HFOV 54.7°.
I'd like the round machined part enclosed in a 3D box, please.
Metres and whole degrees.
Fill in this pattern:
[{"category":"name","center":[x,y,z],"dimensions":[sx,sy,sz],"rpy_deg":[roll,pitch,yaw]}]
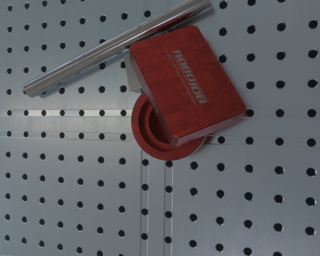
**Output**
[{"category":"round machined part","center":[0.016,-0.009,0.398],"dimensions":[0.098,0.042,0.097],"rpy_deg":[0,90,19]}]

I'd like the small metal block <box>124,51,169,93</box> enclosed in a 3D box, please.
[{"category":"small metal block","center":[-0.017,-0.078,0.419],"dimensions":[0.050,0.025,0.050],"rpy_deg":[-11,87,19]}]

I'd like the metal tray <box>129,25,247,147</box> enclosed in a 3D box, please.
[{"category":"metal tray","center":[0.029,-0.053,0.366],"dimensions":[0.091,0.030,0.130],"rpy_deg":[-21,70,-13]}]

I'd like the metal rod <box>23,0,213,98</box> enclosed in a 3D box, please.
[{"category":"metal rod","center":[-0.071,-0.111,0.437],"dimensions":[0.300,0.025,0.025],"rpy_deg":[-22,83,18]}]
